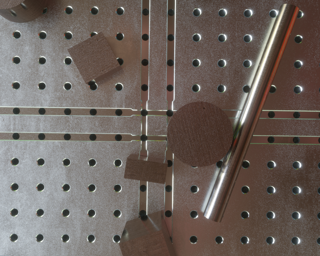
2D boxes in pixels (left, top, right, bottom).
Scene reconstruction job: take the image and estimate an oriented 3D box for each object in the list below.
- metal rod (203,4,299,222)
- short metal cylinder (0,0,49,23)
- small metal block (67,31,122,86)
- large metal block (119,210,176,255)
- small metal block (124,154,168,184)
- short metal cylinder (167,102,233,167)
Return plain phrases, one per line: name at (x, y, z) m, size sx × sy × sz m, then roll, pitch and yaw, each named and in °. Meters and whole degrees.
metal rod at (0.121, -0.020, 0.414) m, size 0.025 × 0.025 × 0.299 m, roll 20°, pitch 90°, yaw 0°
short metal cylinder at (-0.191, -0.184, 0.399) m, size 0.081 × 0.050 × 0.080 m, roll 0°, pitch 90°, yaw 0°
small metal block at (-0.086, -0.091, 0.412) m, size 0.050 × 0.025 × 0.050 m, roll -28°, pitch 90°, yaw 0°
large metal block at (-0.010, 0.159, 0.386) m, size 0.050 × 0.080 × 0.080 m, roll -18°, pitch 90°, yaw 0°
small metal block at (-0.017, 0.052, 0.401) m, size 0.050 × 0.050 × 0.025 m, roll 8°, pitch 90°, yaw 0°
short metal cylinder at (0.049, 0.007, 0.401) m, size 0.081 × 0.050 × 0.080 m, roll 0°, pitch 90°, yaw 0°
